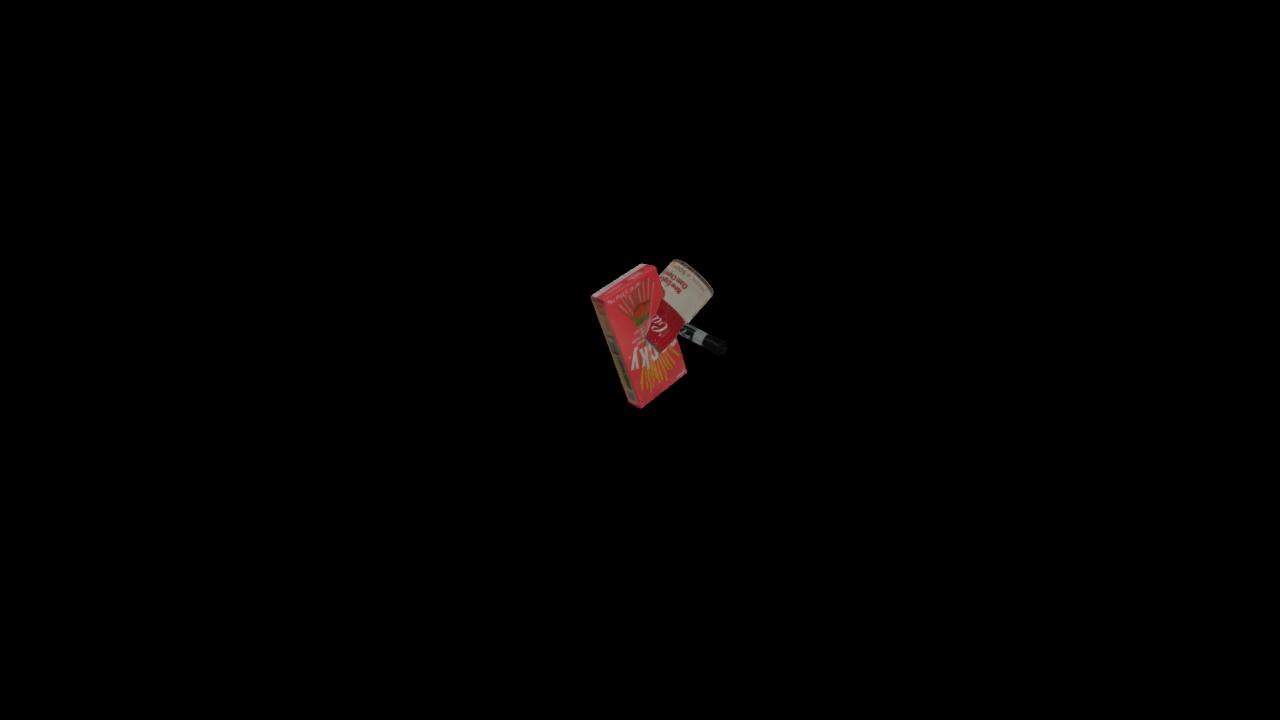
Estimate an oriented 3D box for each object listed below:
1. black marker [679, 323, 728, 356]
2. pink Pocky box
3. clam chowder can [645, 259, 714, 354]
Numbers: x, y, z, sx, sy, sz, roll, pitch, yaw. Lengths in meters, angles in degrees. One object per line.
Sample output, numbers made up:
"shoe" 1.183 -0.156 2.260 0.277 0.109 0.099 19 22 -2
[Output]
"black marker" 0.053 -0.037 0.741 0.121 0.020 0.020 30 15 27
"pink Pocky box" 0.003 -0.027 0.727 0.084 0.155 0.029 -36 35 -27
"clam chowder can" 0.033 -0.064 0.747 0.068 0.102 0.068 42 -4 4
